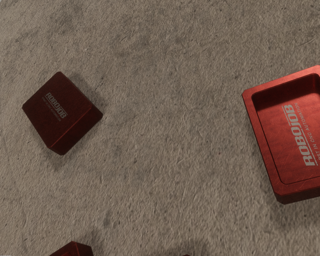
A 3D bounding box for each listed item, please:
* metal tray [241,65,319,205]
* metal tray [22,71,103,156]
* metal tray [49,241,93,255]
[{"bbox_3d":[0.147,0.004,0.320,0.090,0.030,0.130,-19,54,16],"label":"metal tray"},{"bbox_3d":[-0.161,-0.028,0.500,0.090,0.030,0.130,-45,51,-4],"label":"metal tray"},{"bbox_3d":[-0.103,0.202,0.328,0.090,0.030,0.130,-34,52,5],"label":"metal tray"}]
